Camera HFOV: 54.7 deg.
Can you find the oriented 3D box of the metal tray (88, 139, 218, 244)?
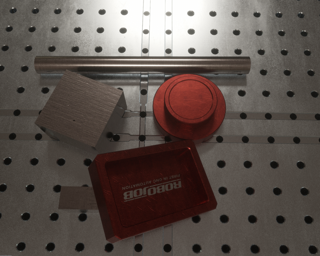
[{"bbox_3d":[-0.006,0.067,0.355,0.131,0.030,0.090,-8,68,-31],"label":"metal tray"}]

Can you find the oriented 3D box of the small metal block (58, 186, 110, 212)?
[{"bbox_3d":[-0.086,0.086,0.366,0.050,0.050,0.025,1,70,0],"label":"small metal block"}]

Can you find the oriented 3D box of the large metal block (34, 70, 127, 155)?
[{"bbox_3d":[-0.099,-0.018,0.404,0.080,0.050,0.080,21,71,7],"label":"large metal block"}]

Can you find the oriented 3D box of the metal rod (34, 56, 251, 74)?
[{"bbox_3d":[-0.024,-0.090,0.444,0.302,0.025,0.025,0,70,-1],"label":"metal rod"}]

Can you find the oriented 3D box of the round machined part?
[{"bbox_3d":[0.040,-0.030,0.414,0.099,0.042,0.098,0,70,-1],"label":"round machined part"}]
